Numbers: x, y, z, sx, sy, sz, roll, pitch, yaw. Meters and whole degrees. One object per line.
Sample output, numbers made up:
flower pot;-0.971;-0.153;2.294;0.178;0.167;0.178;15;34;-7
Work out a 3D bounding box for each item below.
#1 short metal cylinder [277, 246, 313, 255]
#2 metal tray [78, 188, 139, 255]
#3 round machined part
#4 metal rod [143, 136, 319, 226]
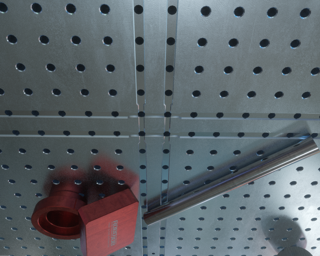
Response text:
short metal cylinder;0.280;0.290;0.627;0.080;0.080;0.050;-23;127;18
metal tray;-0.087;0.167;0.521;0.091;0.030;0.129;-17;137;-28
round machined part;-0.159;0.143;0.520;0.099;0.042;0.097;-1;130;0
metal rod;0.099;0.092;0.491;0.300;0.025;0.025;-30;124;22
